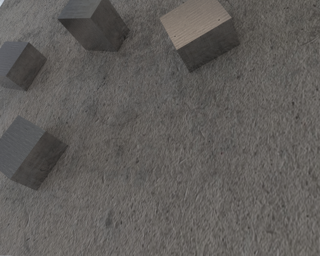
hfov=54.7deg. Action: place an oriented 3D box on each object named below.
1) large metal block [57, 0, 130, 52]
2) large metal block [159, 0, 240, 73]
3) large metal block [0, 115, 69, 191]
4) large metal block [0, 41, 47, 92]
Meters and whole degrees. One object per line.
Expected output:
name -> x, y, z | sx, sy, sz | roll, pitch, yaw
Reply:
large metal block -> -0.114, -0.180, 0.539 | 0.080, 0.080, 0.050 | 12, 68, 33
large metal block -> 0.056, -0.139, 0.444 | 0.080, 0.050, 0.080 | -29, 52, 10
large metal block -> -0.202, 0.036, 0.472 | 0.080, 0.050, 0.080 | 23, 74, 36
large metal block -> -0.287, -0.123, 0.615 | 0.080, 0.050, 0.080 | 12, 68, 33
